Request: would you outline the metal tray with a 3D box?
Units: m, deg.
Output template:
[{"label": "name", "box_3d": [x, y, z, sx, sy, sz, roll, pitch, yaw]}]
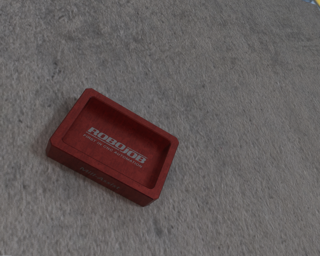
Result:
[{"label": "metal tray", "box_3d": [-0.050, 0.021, 0.361, 0.130, 0.030, 0.090, 30, 52, -9]}]
